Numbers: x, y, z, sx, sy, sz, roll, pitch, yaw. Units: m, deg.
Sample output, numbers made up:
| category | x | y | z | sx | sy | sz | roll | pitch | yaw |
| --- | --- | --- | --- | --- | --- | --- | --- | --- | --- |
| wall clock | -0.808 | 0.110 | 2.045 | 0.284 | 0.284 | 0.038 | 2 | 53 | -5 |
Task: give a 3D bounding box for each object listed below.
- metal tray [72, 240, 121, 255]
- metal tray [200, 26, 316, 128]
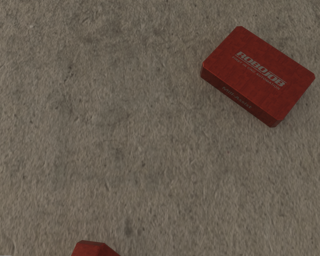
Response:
| category | x | y | z | sx | sy | sz | roll | pitch | yaw |
| --- | --- | --- | --- | --- | --- | --- | --- | --- | --- |
| metal tray | -0.066 | 0.184 | 0.285 | 0.030 | 0.090 | 0.130 | -5 | 46 | 29 |
| metal tray | 0.134 | -0.074 | 0.434 | 0.130 | 0.030 | 0.090 | 39 | 74 | 12 |
